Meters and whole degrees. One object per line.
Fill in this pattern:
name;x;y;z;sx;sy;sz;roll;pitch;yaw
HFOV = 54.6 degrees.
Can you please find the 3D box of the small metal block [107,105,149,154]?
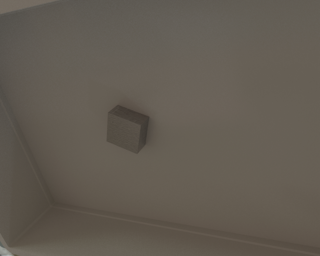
small metal block;-0.046;0.002;0.435;0.050;0.025;0.050;21;126;15
